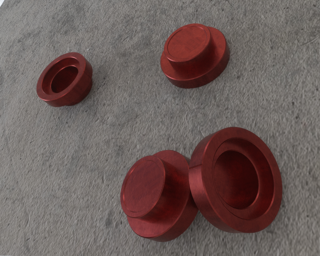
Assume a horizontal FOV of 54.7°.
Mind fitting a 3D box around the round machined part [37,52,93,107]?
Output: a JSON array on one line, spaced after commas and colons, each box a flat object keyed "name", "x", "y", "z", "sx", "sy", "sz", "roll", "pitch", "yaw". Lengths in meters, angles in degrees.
[{"name": "round machined part", "x": -0.154, "y": -0.076, "z": 0.521, "sx": 0.098, "sy": 0.042, "sz": 0.098, "roll": -13, "pitch": 56, "yaw": 21}]

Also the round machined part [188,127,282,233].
[{"name": "round machined part", "x": 0.068, "y": 0.051, "z": 0.302, "sx": 0.042, "sy": 0.099, "sz": 0.098, "roll": -31, "pitch": 41, "yaw": 55}]

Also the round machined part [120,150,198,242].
[{"name": "round machined part", "x": -0.005, "y": 0.068, "z": 0.335, "sx": 0.098, "sy": 0.042, "sz": 0.098, "roll": -29, "pitch": 45, "yaw": 34}]

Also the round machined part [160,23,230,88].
[{"name": "round machined part", "x": 0.045, "y": -0.107, "z": 0.436, "sx": 0.098, "sy": 0.042, "sz": 0.098, "roll": -13, "pitch": 56, "yaw": 21}]
